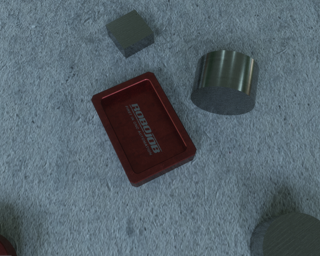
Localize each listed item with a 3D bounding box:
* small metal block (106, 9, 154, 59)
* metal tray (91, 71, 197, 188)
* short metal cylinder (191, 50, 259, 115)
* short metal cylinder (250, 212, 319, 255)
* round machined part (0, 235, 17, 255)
[{"bbox_3d":[-0.044,-0.139,0.459,0.050,0.025,0.050,-33,73,-11],"label":"small metal block"},{"bbox_3d":[-0.022,0.000,0.405,0.090,0.030,0.130,-25,72,-9],"label":"metal tray"},{"bbox_3d":[0.084,-0.056,0.400,0.080,0.080,0.050,12,71,4],"label":"short metal cylinder"},{"bbox_3d":[0.147,0.137,0.346,0.081,0.050,0.080,0,70,0],"label":"short metal cylinder"},{"bbox_3d":[-0.204,0.163,0.338,0.099,0.042,0.098,0,70,0],"label":"round machined part"}]
